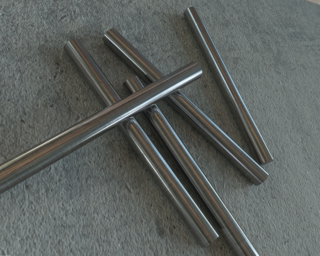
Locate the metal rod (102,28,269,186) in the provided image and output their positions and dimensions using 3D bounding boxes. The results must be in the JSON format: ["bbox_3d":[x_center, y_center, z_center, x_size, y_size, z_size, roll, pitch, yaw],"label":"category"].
[{"bbox_3d":[0.035,-0.031,0.440,0.300,0.025,0.025,44,51,2],"label":"metal rod"}]

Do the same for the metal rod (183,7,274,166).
[{"bbox_3d":[0.105,-0.079,0.507,0.025,0.025,0.299,-8,66,-32],"label":"metal rod"}]

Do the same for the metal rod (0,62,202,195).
[{"bbox_3d":[-0.062,-0.008,0.347,0.302,0.025,0.025,-33,80,-30],"label":"metal rod"}]

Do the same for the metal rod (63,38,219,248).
[{"bbox_3d":[-0.029,0.010,0.381,0.025,0.025,0.299,-28,77,-37],"label":"metal rod"}]

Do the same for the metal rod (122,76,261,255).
[{"bbox_3d":[0.042,0.059,0.389,0.025,0.025,0.299,-25,75,-37],"label":"metal rod"}]
